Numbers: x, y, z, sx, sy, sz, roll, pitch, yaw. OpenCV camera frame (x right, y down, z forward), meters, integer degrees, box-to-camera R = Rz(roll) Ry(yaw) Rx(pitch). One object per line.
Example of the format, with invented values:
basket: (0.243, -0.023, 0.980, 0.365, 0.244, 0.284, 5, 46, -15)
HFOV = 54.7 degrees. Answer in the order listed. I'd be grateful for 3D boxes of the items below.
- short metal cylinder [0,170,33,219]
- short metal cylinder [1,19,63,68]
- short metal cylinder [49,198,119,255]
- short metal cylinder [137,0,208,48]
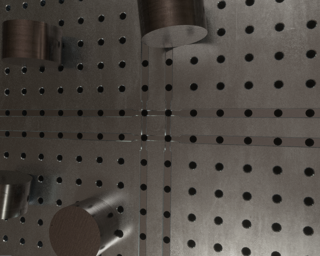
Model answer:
short metal cylinder: (-0.238, 0.098, 0.465, 0.080, 0.080, 0.050, 10, 94, 19)
short metal cylinder: (-0.183, -0.118, 0.446, 0.080, 0.080, 0.050, 2, 91, 19)
short metal cylinder: (-0.106, 0.143, 0.435, 0.080, 0.050, 0.079, 0, 90, 19)
short metal cylinder: (0.015, -0.135, 0.378, 0.080, 0.080, 0.050, -7, 88, 19)
